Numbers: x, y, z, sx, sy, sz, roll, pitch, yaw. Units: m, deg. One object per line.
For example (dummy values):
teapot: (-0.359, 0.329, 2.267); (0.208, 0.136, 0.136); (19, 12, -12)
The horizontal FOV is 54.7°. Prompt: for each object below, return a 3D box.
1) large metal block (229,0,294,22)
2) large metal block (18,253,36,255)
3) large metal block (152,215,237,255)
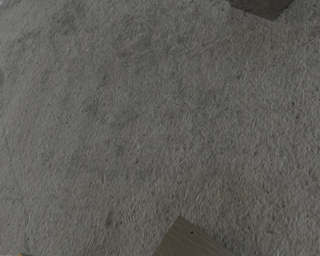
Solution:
large metal block: (0.150, -0.208, 0.436); (0.080, 0.050, 0.080); (-46, 51, -4)
large metal block: (-0.108, 0.178, 0.316); (0.080, 0.080, 0.050); (21, 73, 36)
large metal block: (0.034, 0.141, 0.283); (0.080, 0.050, 0.080); (28, 77, 37)
